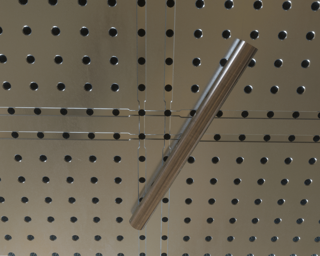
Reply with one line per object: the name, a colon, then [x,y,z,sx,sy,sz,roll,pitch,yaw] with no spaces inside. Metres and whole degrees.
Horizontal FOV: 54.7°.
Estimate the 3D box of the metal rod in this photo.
metal rod: [0.037,0.021,0.421,0.025,0.025,0.298,27,108,-10]
